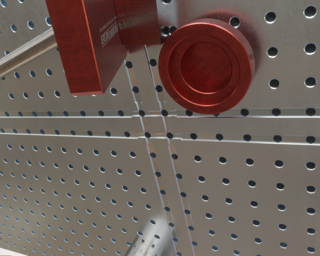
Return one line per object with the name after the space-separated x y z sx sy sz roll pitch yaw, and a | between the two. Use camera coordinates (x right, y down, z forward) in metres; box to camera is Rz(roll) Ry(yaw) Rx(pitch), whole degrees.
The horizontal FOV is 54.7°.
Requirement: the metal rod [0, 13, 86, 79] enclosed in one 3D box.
-0.221 -0.099 0.463 0.300 0.025 0.025 -14 111 33 | metal rod

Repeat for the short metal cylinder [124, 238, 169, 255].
-0.028 0.248 0.561 0.080 0.050 0.079 13 124 20 | short metal cylinder

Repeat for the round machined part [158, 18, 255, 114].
0.051 -0.067 0.331 0.098 0.042 0.097 13 124 20 | round machined part

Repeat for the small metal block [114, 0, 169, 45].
-0.019 -0.121 0.345 0.050 0.025 0.050 7 122 24 | small metal block

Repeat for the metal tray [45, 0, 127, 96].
-0.066 -0.098 0.314 0.030 0.130 0.089 -3 119 7 | metal tray
